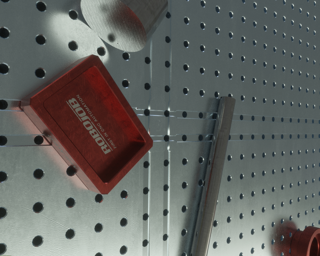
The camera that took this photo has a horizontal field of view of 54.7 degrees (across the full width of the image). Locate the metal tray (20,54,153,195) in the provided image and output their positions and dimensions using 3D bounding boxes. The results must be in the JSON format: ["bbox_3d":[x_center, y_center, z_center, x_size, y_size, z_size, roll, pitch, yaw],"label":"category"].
[{"bbox_3d":[-0.073,-0.003,0.343,0.090,0.030,0.130,-46,118,-30],"label":"metal tray"}]

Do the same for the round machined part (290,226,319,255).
[{"bbox_3d":[0.316,0.259,0.664,0.099,0.042,0.097,0,90,-40],"label":"round machined part"}]

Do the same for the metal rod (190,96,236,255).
[{"bbox_3d":[0.077,0.097,0.473,0.025,0.025,0.299,21,77,-38],"label":"metal rod"}]

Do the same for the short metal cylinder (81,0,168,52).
[{"bbox_3d":[-0.038,-0.131,0.341,0.080,0.080,0.050,44,64,-31],"label":"short metal cylinder"}]
